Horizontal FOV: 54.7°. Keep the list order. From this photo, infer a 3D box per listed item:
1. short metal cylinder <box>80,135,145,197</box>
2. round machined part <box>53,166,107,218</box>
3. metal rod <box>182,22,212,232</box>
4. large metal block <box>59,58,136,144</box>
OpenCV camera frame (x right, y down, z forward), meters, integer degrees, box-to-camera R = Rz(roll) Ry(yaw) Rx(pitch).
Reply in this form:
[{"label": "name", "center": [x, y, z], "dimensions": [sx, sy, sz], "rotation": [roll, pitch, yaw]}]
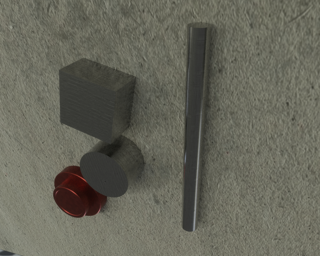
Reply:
[{"label": "short metal cylinder", "center": [-0.070, 0.056, 0.460], "dimensions": [0.080, 0.050, 0.079], "rotation": [13, 124, 20]}, {"label": "round machined part", "center": [-0.147, 0.118, 0.544], "dimensions": [0.098, 0.042, 0.097], "rotation": [13, 124, 20]}, {"label": "metal rod", "center": [0.043, 0.021, 0.396], "dimensions": [0.025, 0.025, 0.298], "rotation": [12, 124, 21]}, {"label": "large metal block", "center": [-0.083, -0.037, 0.410], "dimensions": [0.080, 0.050, 0.079], "rotation": [22, 127, 14]}]
